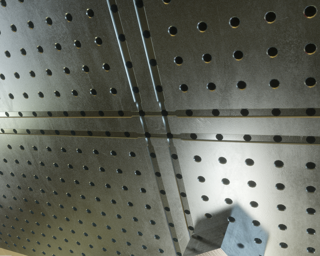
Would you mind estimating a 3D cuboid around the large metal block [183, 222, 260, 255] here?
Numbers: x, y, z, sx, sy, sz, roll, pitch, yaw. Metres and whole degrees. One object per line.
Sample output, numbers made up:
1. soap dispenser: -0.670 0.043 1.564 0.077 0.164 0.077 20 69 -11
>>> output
1. large metal block: 0.094 0.199 0.468 0.080 0.050 0.080 48 128 -7
